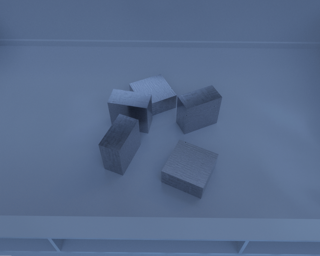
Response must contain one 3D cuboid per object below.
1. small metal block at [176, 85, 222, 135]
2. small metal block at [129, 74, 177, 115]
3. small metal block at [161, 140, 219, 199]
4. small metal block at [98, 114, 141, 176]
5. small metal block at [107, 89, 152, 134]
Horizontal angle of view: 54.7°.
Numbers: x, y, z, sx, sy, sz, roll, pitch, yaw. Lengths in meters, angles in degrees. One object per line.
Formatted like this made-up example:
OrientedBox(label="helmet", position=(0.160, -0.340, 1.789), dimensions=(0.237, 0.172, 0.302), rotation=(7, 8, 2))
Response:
OrientedBox(label="small metal block", position=(0.050, -0.024, 0.409), dimensions=(0.050, 0.050, 0.025), rotation=(-19, 53, -16))
OrientedBox(label="small metal block", position=(-0.010, -0.046, 0.444), dimensions=(0.050, 0.025, 0.050), rotation=(-20, 53, -17))
OrientedBox(label="small metal block", position=(0.035, 0.048, 0.365), dimensions=(0.050, 0.025, 0.050), rotation=(20, 53, 16))
OrientedBox(label="small metal block", position=(-0.046, 0.020, 0.371), dimensions=(0.025, 0.050, 0.050), rotation=(18, 52, 14))
OrientedBox(label="small metal block", position=(-0.038, -0.021, 0.406), dimensions=(0.050, 0.050, 0.025), rotation=(9, 51, 7))
